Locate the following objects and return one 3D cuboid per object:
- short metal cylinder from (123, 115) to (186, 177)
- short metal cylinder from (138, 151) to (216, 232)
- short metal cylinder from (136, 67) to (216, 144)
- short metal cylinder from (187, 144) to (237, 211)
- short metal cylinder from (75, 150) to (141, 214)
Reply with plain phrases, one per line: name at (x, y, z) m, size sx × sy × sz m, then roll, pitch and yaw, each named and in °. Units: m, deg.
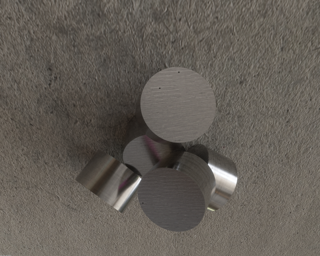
short metal cylinder at (-0.007, 0.021, 0.410) m, size 0.081 × 0.050 × 0.079 m, roll -1°, pitch 130°, yaw 0°
short metal cylinder at (0.021, 0.074, 0.367) m, size 0.080 × 0.050 × 0.079 m, roll 7°, pitch 110°, yaw 21°
short metal cylinder at (0.015, -0.022, 0.346) m, size 0.081 × 0.080 × 0.050 m, roll 10°, pitch 173°, yaw -9°
short metal cylinder at (0.060, 0.069, 0.431) m, size 0.050 × 0.080 × 0.080 m, roll 28°, pitch 125°, yaw -22°
short metal cylinder at (-0.069, 0.074, 0.427) m, size 0.080 × 0.050 × 0.080 m, roll 33°, pitch 164°, yaw 11°
